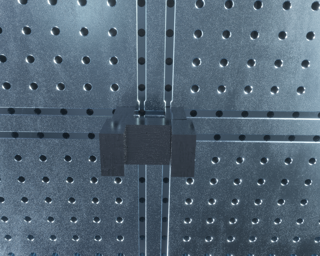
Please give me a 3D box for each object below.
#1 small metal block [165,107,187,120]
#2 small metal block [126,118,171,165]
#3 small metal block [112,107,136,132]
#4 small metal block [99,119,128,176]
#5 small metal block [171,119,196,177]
[{"bbox_3d":[0.020,0.004,0.401,0.025,0.050,0.050,-1,110,0],"label":"small metal block"},{"bbox_3d":[-0.013,0.016,0.366,0.050,0.025,0.050,1,110,-1],"label":"small metal block"},{"bbox_3d":[-0.046,0.004,0.400,0.025,0.050,0.050,1,110,-1],"label":"small metal block"},{"bbox_3d":[-0.051,0.021,0.353,0.025,0.050,0.050,1,110,0],"label":"small metal block"},{"bbox_3d":[0.025,0.022,0.354,0.025,0.050,0.050,1,110,0],"label":"small metal block"}]
